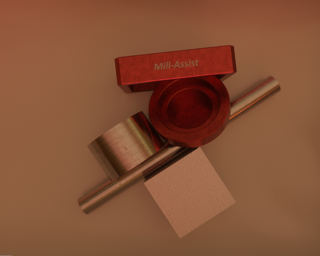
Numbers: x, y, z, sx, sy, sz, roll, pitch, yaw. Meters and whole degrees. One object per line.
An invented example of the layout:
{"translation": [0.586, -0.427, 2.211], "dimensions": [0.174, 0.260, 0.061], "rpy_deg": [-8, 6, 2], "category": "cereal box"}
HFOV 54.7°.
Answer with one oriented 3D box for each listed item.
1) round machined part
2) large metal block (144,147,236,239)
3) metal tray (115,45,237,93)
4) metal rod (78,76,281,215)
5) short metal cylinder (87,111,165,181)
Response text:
{"translation": [0.039, -0.020, 0.388], "dimensions": [0.098, 0.042, 0.098], "rpy_deg": [-6, 64, 13], "category": "round machined part"}
{"translation": [0.036, 0.078, 0.397], "dimensions": [0.080, 0.050, 0.080], "rpy_deg": [-33, 90, 0], "category": "large metal block"}
{"translation": [0.017, -0.068, 0.377], "dimensions": [0.131, 0.090, 0.030], "rpy_deg": [-6, 90, -1], "category": "metal tray"}
{"translation": [0.026, 0.022, 0.410], "dimensions": [0.301, 0.025, 0.025], "rpy_deg": [-33, 90, -1], "category": "metal rod"}
{"translation": [-0.041, 0.022, 0.382], "dimensions": [0.080, 0.080, 0.050], "rpy_deg": [-33, 90, 0], "category": "short metal cylinder"}
